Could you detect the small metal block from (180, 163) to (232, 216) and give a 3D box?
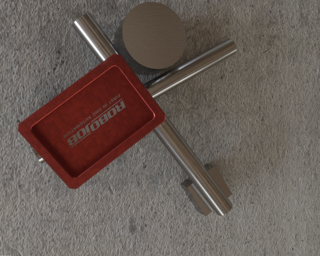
[{"bbox_3d":[0.065,0.086,0.435,0.050,0.025,0.050,-35,102,-17],"label":"small metal block"}]

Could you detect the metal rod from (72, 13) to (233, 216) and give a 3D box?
[{"bbox_3d":[-0.001,-0.007,0.385,0.025,0.025,0.300,-41,103,-16],"label":"metal rod"}]

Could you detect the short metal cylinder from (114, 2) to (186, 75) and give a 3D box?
[{"bbox_3d":[-0.014,-0.110,0.392,0.081,0.050,0.079,0,90,-21],"label":"short metal cylinder"}]

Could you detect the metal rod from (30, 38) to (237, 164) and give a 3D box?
[{"bbox_3d":[-0.020,-0.044,0.404,0.302,0.025,0.025,-31,101,-18],"label":"metal rod"}]

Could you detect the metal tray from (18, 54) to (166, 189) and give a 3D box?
[{"bbox_3d":[-0.071,-0.008,0.341,0.130,0.030,0.090,-38,102,-4],"label":"metal tray"}]
